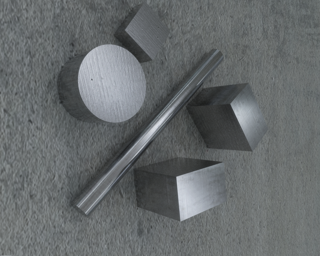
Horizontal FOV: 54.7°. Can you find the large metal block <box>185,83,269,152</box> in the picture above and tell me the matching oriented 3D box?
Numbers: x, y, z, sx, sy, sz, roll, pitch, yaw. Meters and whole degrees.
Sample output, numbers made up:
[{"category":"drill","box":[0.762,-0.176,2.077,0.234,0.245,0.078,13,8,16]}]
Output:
[{"category":"large metal block","box":[0.097,-0.015,0.450,0.050,0.080,0.080,-46,118,-30]}]

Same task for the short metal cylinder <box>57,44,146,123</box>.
[{"category":"short metal cylinder","box":[-0.062,-0.045,0.336,0.081,0.050,0.080,0,90,-40]}]

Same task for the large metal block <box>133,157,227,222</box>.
[{"category":"large metal block","box":[0.025,0.072,0.390,0.081,0.080,0.050,-9,96,-40]}]

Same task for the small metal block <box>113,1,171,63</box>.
[{"category":"small metal block","box":[-0.021,-0.118,0.386,0.050,0.025,0.050,43,64,-32]}]

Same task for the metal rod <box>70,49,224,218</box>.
[{"category":"metal rod","box":[0.000,-0.011,0.404,0.301,0.025,0.025,-49,119,-29]}]
